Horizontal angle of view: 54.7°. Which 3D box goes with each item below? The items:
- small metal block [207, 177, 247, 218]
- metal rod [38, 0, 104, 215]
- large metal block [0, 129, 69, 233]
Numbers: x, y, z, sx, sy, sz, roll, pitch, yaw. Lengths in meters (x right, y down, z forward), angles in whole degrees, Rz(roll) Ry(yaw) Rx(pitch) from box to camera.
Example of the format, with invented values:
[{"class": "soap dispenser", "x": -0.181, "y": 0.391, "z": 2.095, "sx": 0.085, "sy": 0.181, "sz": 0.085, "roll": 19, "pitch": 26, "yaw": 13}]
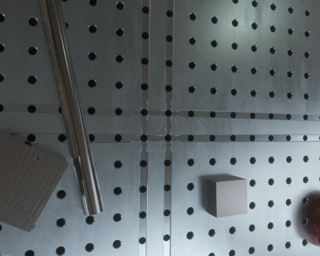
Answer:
[{"class": "small metal block", "x": 0.098, "y": 0.099, "z": 0.449, "sx": 0.050, "sy": 0.025, "sz": 0.050, "roll": -1, "pitch": 91, "yaw": -20}, {"class": "metal rod", "x": -0.109, "y": -0.043, "z": 0.372, "sx": 0.025, "sy": 0.025, "sz": 0.298, "roll": -12, "pitch": 94, "yaw": -20}, {"class": "large metal block", "x": -0.159, "y": 0.055, "z": 0.341, "sx": 0.080, "sy": 0.050, "sz": 0.080, "roll": 30, "pitch": 80, "yaw": -18}]
